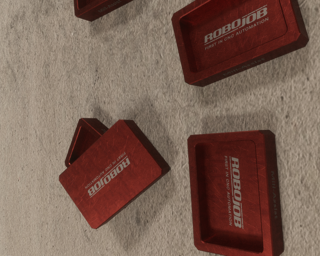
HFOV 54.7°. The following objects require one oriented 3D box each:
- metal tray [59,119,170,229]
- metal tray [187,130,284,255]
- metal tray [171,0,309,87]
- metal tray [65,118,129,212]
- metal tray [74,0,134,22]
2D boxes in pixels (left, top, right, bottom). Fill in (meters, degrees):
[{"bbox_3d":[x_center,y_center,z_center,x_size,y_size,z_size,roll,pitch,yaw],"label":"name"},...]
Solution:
[{"bbox_3d":[-0.064,0.061,0.417,0.130,0.030,0.090,-42,78,14],"label":"metal tray"},{"bbox_3d":[0.079,0.069,0.335,0.090,0.030,0.129,-6,86,39],"label":"metal tray"},{"bbox_3d":[0.079,-0.108,0.335,0.130,0.030,0.090,-18,78,38],"label":"metal tray"},{"bbox_3d":[-0.089,0.052,0.471,0.130,0.030,0.089,36,112,33],"label":"metal tray"},{"bbox_3d":[-0.080,-0.226,0.464,0.130,0.030,0.089,-8,85,39],"label":"metal tray"}]
